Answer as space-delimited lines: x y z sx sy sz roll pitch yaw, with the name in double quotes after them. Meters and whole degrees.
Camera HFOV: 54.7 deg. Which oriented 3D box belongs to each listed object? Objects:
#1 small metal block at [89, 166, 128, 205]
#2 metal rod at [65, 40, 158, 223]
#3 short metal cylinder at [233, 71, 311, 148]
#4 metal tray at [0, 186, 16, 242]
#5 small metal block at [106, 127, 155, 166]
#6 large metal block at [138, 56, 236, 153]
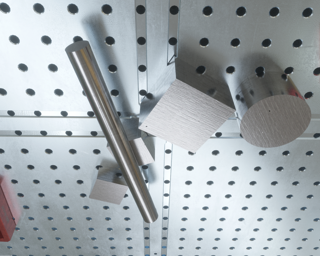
-0.080 0.092 0.489 0.050 0.025 0.050 17 128 -14 "small metal block"
-0.049 0.030 0.403 0.025 0.025 0.299 -10 129 8 "metal rod"
0.133 -0.022 0.378 0.081 0.050 0.079 0 130 0 "short metal cylinder"
-0.310 0.146 0.529 0.091 0.030 0.129 3 130 -3 "metal tray"
-0.040 0.029 0.436 0.050 0.025 0.050 -16 129 13 "small metal block"
0.030 -0.026 0.373 0.080 0.050 0.080 25 126 -20 "large metal block"
